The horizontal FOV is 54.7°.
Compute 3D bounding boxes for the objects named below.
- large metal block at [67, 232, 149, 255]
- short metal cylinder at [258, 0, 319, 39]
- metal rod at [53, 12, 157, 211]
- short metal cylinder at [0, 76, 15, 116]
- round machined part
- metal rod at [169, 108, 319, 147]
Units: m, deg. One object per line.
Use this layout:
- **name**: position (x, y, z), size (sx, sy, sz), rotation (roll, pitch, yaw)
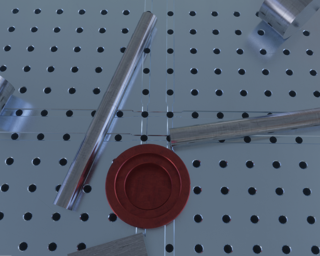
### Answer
- **large metal block**: position (-0.047, 0.166, 0.337), size (0.081, 0.050, 0.080), rotation (-15, 71, -6)
- **short metal cylinder**: position (0.191, -0.177, 0.448), size (0.080, 0.080, 0.050), rotation (-37, 74, -12)
- **metal rod**: position (-0.067, -0.036, 0.424), size (0.025, 0.025, 0.300), rotation (19, 71, 7)
- **short metal cylinder**: position (-0.239, -0.047, 0.398), size (0.080, 0.080, 0.050), rotation (18, 71, 6)
- **round machined part**: position (-0.014, 0.072, 0.376), size (0.099, 0.042, 0.098), rotation (0, 70, 0)
- **metal rod**: position (0.163, -0.008, 0.415), size (0.302, 0.025, 0.025), rotation (-8, 70, -3)
